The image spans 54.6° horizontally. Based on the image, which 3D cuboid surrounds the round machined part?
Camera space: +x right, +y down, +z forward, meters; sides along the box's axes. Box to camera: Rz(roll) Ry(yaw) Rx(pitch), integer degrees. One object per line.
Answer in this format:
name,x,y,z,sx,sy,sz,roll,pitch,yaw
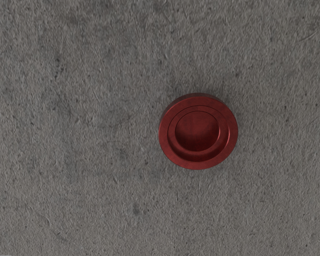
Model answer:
round machined part,0.047,0.001,0.401,0.099,0.042,0.097,0,110,0
